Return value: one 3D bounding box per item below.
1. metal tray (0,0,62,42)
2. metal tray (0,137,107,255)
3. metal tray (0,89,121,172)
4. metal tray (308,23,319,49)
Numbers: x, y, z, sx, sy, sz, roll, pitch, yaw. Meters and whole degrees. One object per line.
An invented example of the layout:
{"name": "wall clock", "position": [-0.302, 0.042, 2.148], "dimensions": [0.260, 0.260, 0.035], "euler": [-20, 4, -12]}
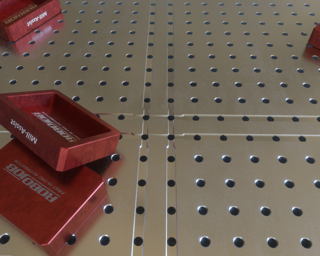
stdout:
{"name": "metal tray", "position": [-0.265, -0.220, 0.587], "dimensions": [0.090, 0.030, 0.130], "euler": [25, 54, 19]}
{"name": "metal tray", "position": [-0.138, 0.066, 0.348], "dimensions": [0.130, 0.030, 0.090], "euler": [27, 55, 21]}
{"name": "metal tray", "position": [-0.125, -0.004, 0.378], "dimensions": [0.130, 0.030, 0.091], "euler": [31, 25, 25]}
{"name": "metal tray", "position": [0.338, -0.171, 0.549], "dimensions": [0.090, 0.030, 0.131], "euler": [37, 59, 27]}
